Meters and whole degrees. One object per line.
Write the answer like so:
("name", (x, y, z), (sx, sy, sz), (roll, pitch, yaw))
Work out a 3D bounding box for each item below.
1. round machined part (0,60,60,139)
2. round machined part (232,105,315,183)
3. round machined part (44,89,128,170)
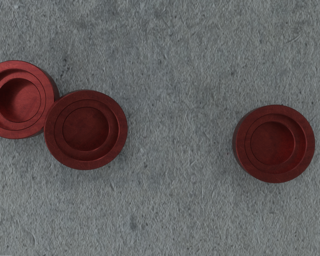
("round machined part", (-0.178, -0.035, 0.400), (0.099, 0.042, 0.097), (0, 90, 0))
("round machined part", (0.143, 0.020, 0.402), (0.099, 0.042, 0.097), (0, 90, 0))
("round machined part", (-0.094, 0.000, 0.389), (0.099, 0.042, 0.097), (-4, 101, -21))
